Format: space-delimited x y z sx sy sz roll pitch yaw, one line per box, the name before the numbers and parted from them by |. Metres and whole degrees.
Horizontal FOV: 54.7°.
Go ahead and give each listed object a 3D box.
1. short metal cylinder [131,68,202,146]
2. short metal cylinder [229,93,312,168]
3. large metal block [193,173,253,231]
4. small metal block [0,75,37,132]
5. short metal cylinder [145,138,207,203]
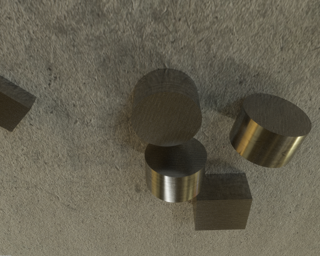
short metal cylinder | 0.008 -0.024 0.370 0.081 0.050 0.079 0 130 0
short metal cylinder | 0.131 0.002 0.374 0.081 0.080 0.050 8 130 -7
large metal block | 0.095 0.118 0.492 0.080 0.050 0.079 -2 130 1
small metal block | -0.190 -0.029 0.380 0.050 0.025 0.050 35 122 -26
short metal cylinder | 0.021 0.052 0.416 0.081 0.080 0.050 0 130 0
